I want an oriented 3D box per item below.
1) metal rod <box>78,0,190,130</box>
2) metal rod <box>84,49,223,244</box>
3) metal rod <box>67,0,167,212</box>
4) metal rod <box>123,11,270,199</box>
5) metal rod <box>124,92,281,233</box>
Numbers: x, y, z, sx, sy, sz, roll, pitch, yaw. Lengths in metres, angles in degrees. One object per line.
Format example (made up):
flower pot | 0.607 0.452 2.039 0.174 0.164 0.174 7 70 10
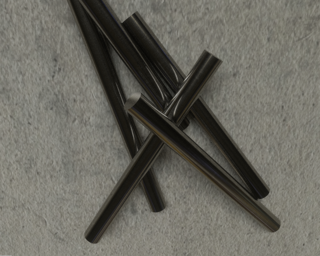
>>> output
metal rod | -0.054 -0.112 0.351 0.025 0.025 0.300 -32 114 11
metal rod | -0.018 0.037 0.394 0.025 0.025 0.298 30 109 -11
metal rod | -0.048 -0.018 0.402 0.025 0.025 0.298 -17 110 6
metal rod | 0.055 -0.018 0.404 0.025 0.025 0.300 -36 107 12
metal rod | 0.070 0.059 0.396 0.025 0.025 0.300 -41 119 13
